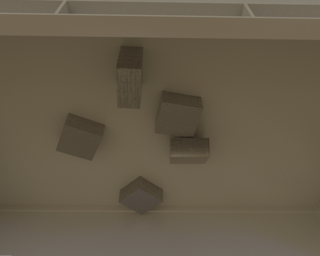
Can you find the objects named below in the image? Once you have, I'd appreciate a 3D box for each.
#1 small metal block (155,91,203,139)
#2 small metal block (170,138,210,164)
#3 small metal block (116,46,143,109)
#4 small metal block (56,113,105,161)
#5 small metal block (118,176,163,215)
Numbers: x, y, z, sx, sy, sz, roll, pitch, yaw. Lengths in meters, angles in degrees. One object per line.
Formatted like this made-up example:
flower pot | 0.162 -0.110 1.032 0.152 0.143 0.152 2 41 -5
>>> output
small metal block | 0.023 -0.016 0.395 0.050 0.025 0.050 8 130 -8
small metal block | 0.039 0.032 0.422 0.050 0.025 0.050 0 163 0
small metal block | -0.033 -0.057 0.344 0.025 0.050 0.050 3 130 -2
small metal block | -0.107 0.013 0.419 0.050 0.025 0.050 19 128 -16
small metal block | -0.031 0.110 0.502 0.050 0.025 0.050 36 121 -27
